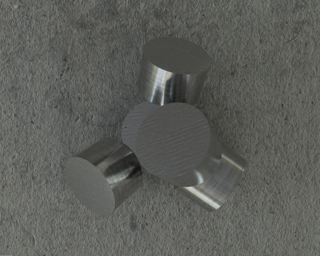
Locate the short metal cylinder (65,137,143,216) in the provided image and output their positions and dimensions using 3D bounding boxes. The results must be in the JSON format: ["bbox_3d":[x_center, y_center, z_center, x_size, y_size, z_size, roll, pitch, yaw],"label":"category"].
[{"bbox_3d":[-0.068,0.058,0.377,0.080,0.050,0.079,19,125,29],"label":"short metal cylinder"}]

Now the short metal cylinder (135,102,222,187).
[{"bbox_3d":[0.021,0.019,0.332,0.080,0.050,0.080,-8,67,21],"label":"short metal cylinder"}]

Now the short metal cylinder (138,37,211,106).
[{"bbox_3d":[0.016,-0.068,0.377,0.080,0.080,0.050,14,133,0],"label":"short metal cylinder"}]

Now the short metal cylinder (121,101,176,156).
[{"bbox_3d":[-0.006,0.006,0.398,0.081,0.050,0.080,0,90,-1],"label":"short metal cylinder"}]

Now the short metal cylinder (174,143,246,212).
[{"bbox_3d":[0.061,0.056,0.384,0.050,0.080,0.080,35,90,0],"label":"short metal cylinder"}]
